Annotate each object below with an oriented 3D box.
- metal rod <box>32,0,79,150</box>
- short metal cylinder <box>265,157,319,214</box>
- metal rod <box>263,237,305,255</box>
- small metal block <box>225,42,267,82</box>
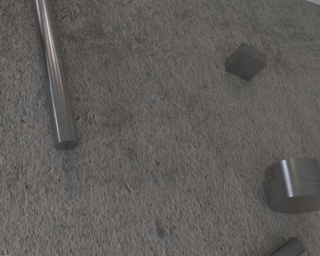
[{"bbox_3d":[-0.142,-0.113,0.395,0.025,0.025,0.299,-3,63,-30],"label":"metal rod"},{"bbox_3d":[0.187,0.080,0.420,0.081,0.080,0.050,14,56,-21],"label":"short metal cylinder"},{"bbox_3d":[0.056,0.184,0.321,0.303,0.025,0.025,-14,69,-34],"label":"metal rod"},{"bbox_3d":[0.149,-0.114,0.537,0.050,0.050,0.025,23,53,-14],"label":"small metal block"}]
